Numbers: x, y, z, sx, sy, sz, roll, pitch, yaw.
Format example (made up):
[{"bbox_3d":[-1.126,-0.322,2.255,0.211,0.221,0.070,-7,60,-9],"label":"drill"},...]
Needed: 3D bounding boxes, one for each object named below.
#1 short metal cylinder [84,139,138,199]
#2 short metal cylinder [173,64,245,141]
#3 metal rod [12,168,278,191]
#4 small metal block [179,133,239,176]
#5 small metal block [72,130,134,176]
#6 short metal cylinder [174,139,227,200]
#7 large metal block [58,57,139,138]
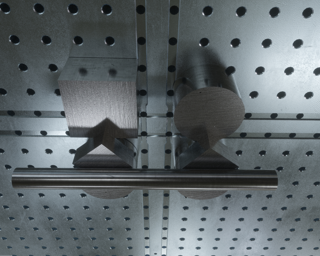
[{"bbox_3d":[-0.073,0.057,0.442,0.081,0.050,0.079,0,130,0],"label":"short metal cylinder"},{"bbox_3d":[0.056,-0.029,0.371,0.081,0.050,0.079,0,130,0],"label":"short metal cylinder"},{"bbox_3d":[-0.016,0.060,0.363,0.302,0.025,0.025,1,130,-1],"label":"metal rod"},{"bbox_3d":[0.060,0.041,0.381,0.050,0.025,0.050,33,123,-25],"label":"small metal block"},{"bbox_3d":[-0.068,0.037,0.377,0.050,0.025,0.050,-33,123,24],"label":"small metal block"},{"bbox_3d":[0.061,0.059,0.446,0.081,0.050,0.079,0,130,0],"label":"short metal cylinder"},{"bbox_3d":[-0.066,-0.034,0.364,0.081,0.050,0.079,1,130,-1],"label":"large metal block"}]
